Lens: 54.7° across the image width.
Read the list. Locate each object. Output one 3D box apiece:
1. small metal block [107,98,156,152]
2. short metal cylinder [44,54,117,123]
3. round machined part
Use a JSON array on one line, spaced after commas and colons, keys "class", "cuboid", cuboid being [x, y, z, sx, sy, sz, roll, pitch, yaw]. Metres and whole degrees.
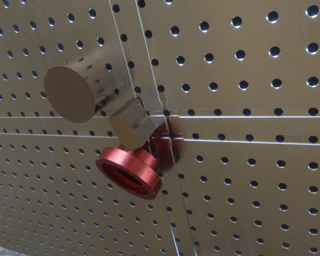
[{"class": "small metal block", "cuboid": [-0.036, -0.005, 0.409, 0.025, 0.050, 0.050, -22, 107, 30]}, {"class": "short metal cylinder", "cuboid": [-0.107, -0.053, 0.418, 0.080, 0.050, 0.079, 13, 124, 21]}, {"class": "round machined part", "cuboid": [-0.039, 0.057, 0.441, 0.098, 0.042, 0.098, 25, 152, 15]}]
